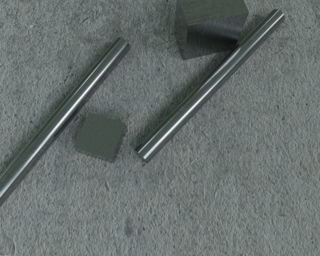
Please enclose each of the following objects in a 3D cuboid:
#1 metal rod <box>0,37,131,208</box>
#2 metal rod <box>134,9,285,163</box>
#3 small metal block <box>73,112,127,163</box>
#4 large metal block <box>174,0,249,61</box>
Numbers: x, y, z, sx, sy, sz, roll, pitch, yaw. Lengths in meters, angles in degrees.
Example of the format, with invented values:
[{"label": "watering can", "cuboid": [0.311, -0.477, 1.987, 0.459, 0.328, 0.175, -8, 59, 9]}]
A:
[{"label": "metal rod", "cuboid": [-0.136, -0.006, 0.408, 0.025, 0.025, 0.300, 32, 73, 10]}, {"label": "metal rod", "cuboid": [0.077, -0.067, 0.433, 0.025, 0.025, 0.301, 41, 75, 13]}, {"label": "small metal block", "cuboid": [-0.076, 0.013, 0.402, 0.050, 0.025, 0.050, 17, 71, 5]}, {"label": "large metal block", "cuboid": [0.067, -0.145, 0.433, 0.081, 0.080, 0.050, -14, 71, -5]}]
